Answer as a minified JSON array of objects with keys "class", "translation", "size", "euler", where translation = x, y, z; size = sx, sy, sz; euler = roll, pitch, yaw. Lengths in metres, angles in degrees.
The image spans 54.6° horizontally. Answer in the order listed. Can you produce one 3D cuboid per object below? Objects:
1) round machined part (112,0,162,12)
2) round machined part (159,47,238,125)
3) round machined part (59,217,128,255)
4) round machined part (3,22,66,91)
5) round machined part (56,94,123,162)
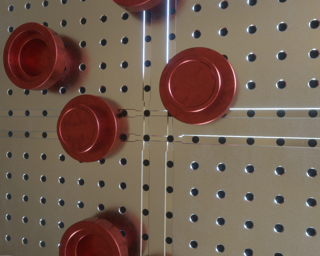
[{"class":"round machined part","translation":[-0.025,-0.204,0.413],"size":[0.098,0.042,0.097],"euler":[0,90,20]},{"class":"round machined part","translation":[0.045,-0.053,0.388],"size":[0.098,0.042,0.097],"euler":[0,90,20]},{"class":"round machined part","translation":[-0.088,0.174,0.435],"size":[0.098,0.042,0.097],"euler":[0,90,20]},{"class":"round machined part","translation":[-0.183,-0.105,0.469],"size":[0.098,0.042,0.097],"euler":[0,90,20]},{"class":"round machined part","translation":[-0.106,0.001,0.442],"size":[0.098,0.042,0.097],"euler":[0,90,20]}]
